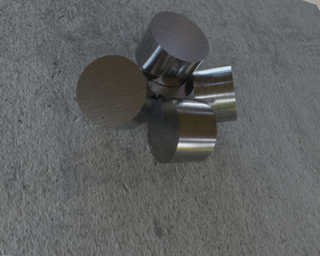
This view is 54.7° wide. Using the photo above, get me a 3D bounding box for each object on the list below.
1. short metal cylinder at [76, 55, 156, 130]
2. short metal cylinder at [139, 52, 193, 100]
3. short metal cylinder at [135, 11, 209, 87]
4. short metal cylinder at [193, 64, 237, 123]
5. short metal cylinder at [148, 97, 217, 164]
[{"bbox_3d":[-0.049,-0.039,0.362,0.080,0.050,0.080,-1,85,10],"label":"short metal cylinder"},{"bbox_3d":[0.000,-0.060,0.428,0.081,0.050,0.080,14,56,-21],"label":"short metal cylinder"},{"bbox_3d":[0.015,-0.100,0.395,0.081,0.050,0.080,14,56,-21],"label":"short metal cylinder"},{"bbox_3d":[0.078,-0.047,0.435,0.050,0.080,0.080,-7,58,12],"label":"short metal cylinder"},{"bbox_3d":[0.025,0.003,0.382,0.050,0.080,0.080,2,61,-28],"label":"short metal cylinder"}]
